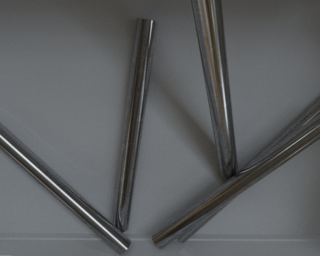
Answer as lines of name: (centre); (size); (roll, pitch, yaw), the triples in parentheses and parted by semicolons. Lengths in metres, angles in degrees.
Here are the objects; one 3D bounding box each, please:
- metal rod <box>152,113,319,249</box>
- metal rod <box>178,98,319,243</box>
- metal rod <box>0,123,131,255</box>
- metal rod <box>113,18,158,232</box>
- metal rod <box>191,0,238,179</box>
metal rod: (0.107, 0.074, 0.416); (0.299, 0.025, 0.025); (-40, 106, 16)
metal rod: (0.131, 0.060, 0.435); (0.025, 0.025, 0.299); (40, 105, -14)
metal rod: (-0.154, 0.067, 0.419); (0.025, 0.025, 0.300); (-42, 100, 13)
metal rod: (-0.037, 0.011, 0.414); (0.025, 0.025, 0.298); (8, 110, -4)
metal rod: (0.063, -0.037, 0.332); (0.025, 0.025, 0.299); (-15, 135, 5)
